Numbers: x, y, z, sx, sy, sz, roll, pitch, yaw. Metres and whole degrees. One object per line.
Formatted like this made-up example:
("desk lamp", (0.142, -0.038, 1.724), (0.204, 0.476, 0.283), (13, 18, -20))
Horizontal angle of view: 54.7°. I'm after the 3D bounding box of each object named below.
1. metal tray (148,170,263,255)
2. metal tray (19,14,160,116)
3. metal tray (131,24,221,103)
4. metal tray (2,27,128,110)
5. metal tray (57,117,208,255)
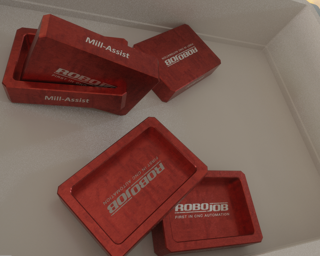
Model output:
("metal tray", (0.053, 0.098, 0.370), (0.131, 0.030, 0.090), (5, 60, -26))
("metal tray", (-0.077, -0.062, 0.348), (0.131, 0.090, 0.030), (16, 55, -30))
("metal tray", (0.025, -0.104, 0.479), (0.090, 0.030, 0.131), (50, 51, 7))
("metal tray", (-0.105, -0.071, 0.368), (0.131, 0.030, 0.090), (3, 59, -10))
("metal tray", (-0.025, 0.058, 0.323), (0.131, 0.030, 0.090), (-39, 74, -25))
